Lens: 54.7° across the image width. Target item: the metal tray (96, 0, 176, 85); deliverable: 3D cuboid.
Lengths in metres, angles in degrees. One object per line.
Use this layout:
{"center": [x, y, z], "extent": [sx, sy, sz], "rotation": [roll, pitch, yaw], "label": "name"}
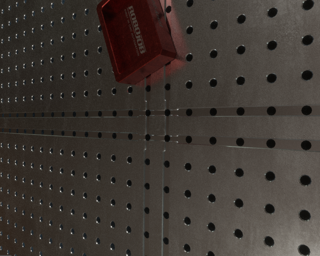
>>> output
{"center": [-0.037, -0.138, 0.434], "extent": [0.090, 0.030, 0.129], "rotation": [-26, 74, 36], "label": "metal tray"}
